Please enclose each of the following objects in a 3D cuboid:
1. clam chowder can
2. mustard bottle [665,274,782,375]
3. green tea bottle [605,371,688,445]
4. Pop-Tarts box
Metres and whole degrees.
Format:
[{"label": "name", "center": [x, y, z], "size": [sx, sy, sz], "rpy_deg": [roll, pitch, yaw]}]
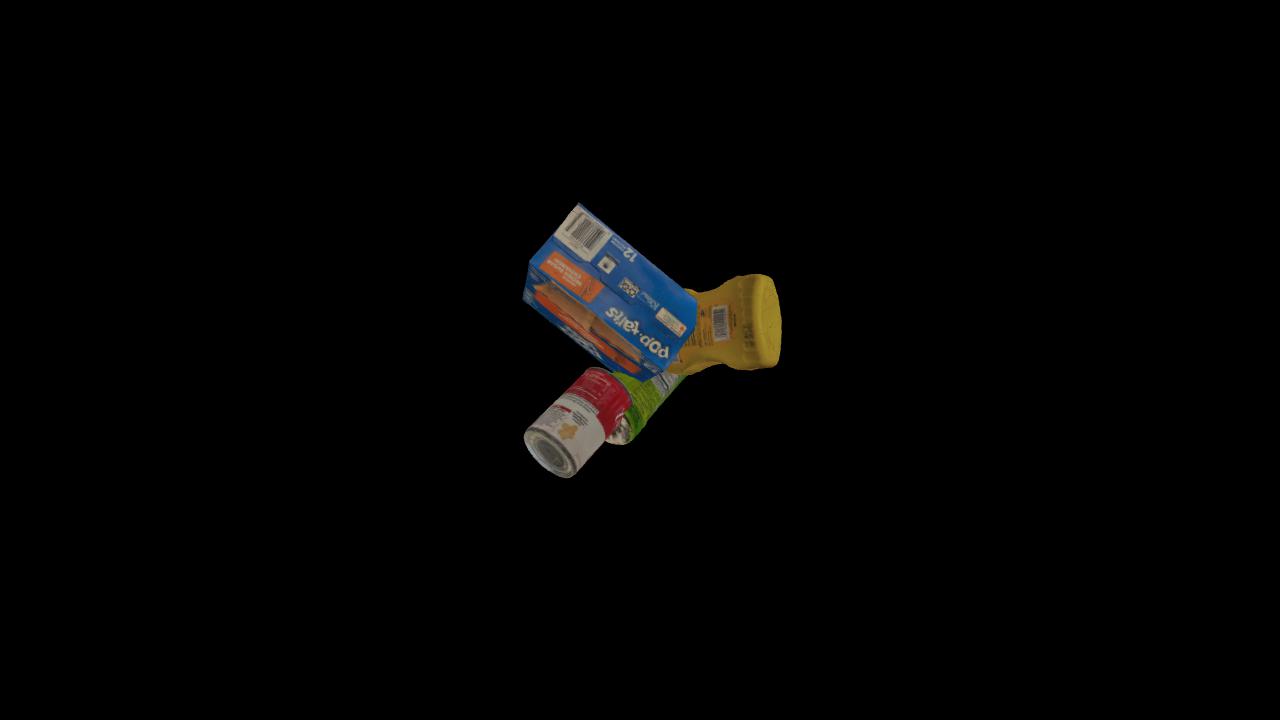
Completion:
[{"label": "clam chowder can", "center": [-0.063, 0.064, 0.636], "size": [0.068, 0.068, 0.102], "rpy_deg": [0, 36, 45]}, {"label": "mustard bottle", "center": [0.051, -0.030, 0.631], "size": [0.184, 0.092, 0.054], "rpy_deg": [-6, 0, 38]}, {"label": "green tea bottle", "center": [0.020, 0.012, 0.731], "size": [0.073, 0.073, 0.212], "rpy_deg": [0, 31, 41]}, {"label": "Pop-Tarts box", "center": [-0.034, -0.059, 0.651], "size": [0.167, 0.083, 0.141], "rpy_deg": [40, -15, -5]}]
